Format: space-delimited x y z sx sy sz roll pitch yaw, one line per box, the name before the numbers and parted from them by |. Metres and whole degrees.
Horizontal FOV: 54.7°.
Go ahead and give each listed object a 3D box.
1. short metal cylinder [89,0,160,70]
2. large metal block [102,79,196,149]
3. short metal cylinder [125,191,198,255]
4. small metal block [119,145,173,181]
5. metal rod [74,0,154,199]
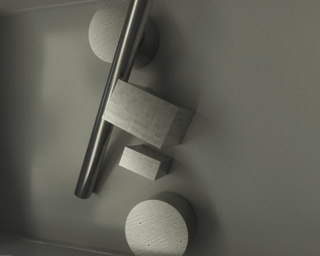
short metal cylinder | -0.046 -0.121 0.413 0.080 0.050 0.079 0 90 19
large metal block | -0.010 -0.017 0.384 0.080 0.080 0.050 27 99 17
short metal cylinder | 0.003 0.126 0.395 0.080 0.050 0.079 0 90 19
small metal block | -0.017 0.043 0.402 0.050 0.050 0.025 22 97 18
metal rod | -0.062 -0.033 0.393 0.025 0.025 0.298 28 113 17
